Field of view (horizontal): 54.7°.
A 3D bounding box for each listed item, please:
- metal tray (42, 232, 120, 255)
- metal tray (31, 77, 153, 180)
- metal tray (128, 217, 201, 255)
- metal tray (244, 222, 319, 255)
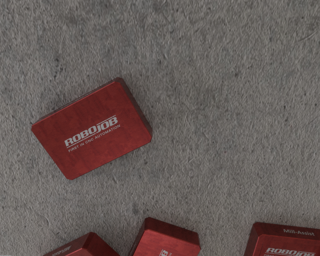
[{"bbox_3d":[-0.117,0.215,0.466,0.130,0.030,0.090,-33,107,28],"label":"metal tray"},{"bbox_3d":[-0.087,0.002,0.407,0.130,0.030,0.090,-26,108,9],"label":"metal tray"},{"bbox_3d":[-0.004,0.211,0.485,0.090,0.030,0.129,21,109,-8],"label":"metal tray"},{"bbox_3d":[0.203,0.199,0.481,0.131,0.030,0.089,7,110,-3],"label":"metal tray"}]
